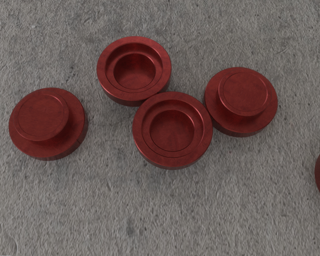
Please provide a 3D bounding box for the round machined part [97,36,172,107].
[{"bbox_3d":[-0.034,-0.073,0.425,0.099,0.042,0.098,0,70,0],"label":"round machined part"}]

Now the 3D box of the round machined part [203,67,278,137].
[{"bbox_3d":[0.109,-0.040,0.414,0.099,0.042,0.098,0,70,0],"label":"round machined part"}]

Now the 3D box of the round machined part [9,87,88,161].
[{"bbox_3d":[-0.147,-0.009,0.401,0.099,0.042,0.098,0,70,0],"label":"round machined part"}]

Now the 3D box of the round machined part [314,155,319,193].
[{"bbox_3d":[0.238,0.062,0.378,0.099,0.042,0.098,0,70,0],"label":"round machined part"}]

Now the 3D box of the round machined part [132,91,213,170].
[{"bbox_3d":[0.015,0.006,0.396,0.099,0.042,0.098,0,71,-1],"label":"round machined part"}]
